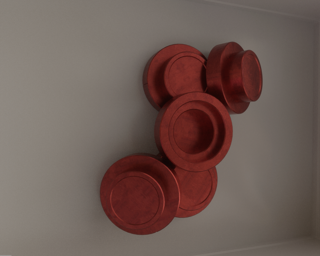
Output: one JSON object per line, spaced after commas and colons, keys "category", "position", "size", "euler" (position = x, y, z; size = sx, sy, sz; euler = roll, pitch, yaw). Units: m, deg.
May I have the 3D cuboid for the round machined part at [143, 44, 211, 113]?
{"category": "round machined part", "position": [0.030, -0.063, 0.411], "size": [0.099, 0.042, 0.097], "euler": [0, 90, -21]}

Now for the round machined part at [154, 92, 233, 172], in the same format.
{"category": "round machined part", "position": [0.039, 0.005, 0.392], "size": [0.099, 0.042, 0.097], "euler": [0, 90, -21]}

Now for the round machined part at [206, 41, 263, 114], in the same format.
{"category": "round machined part", "position": [0.106, -0.068, 0.417], "size": [0.099, 0.042, 0.097], "euler": [5, 84, -50]}

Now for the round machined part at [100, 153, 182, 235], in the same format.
{"category": "round machined part", "position": [-0.025, 0.081, 0.369], "size": [0.098, 0.042, 0.097], "euler": [1, 94, 9]}

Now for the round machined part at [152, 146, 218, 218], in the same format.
{"category": "round machined part", "position": [0.035, 0.072, 0.414], "size": [0.099, 0.042, 0.097], "euler": [0, 90, -21]}
